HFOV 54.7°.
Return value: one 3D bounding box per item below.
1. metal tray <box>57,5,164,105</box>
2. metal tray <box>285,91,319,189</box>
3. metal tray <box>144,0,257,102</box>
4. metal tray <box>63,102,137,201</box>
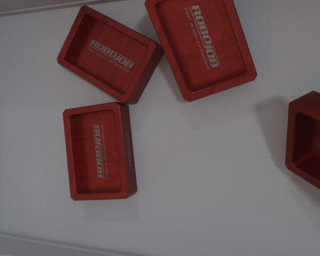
[{"bbox_3d":[-0.071,-0.101,0.431,0.130,0.030,0.090,32,100,16],"label":"metal tray"},{"bbox_3d":[0.179,0.029,0.285,0.130,0.030,0.089,40,148,51],"label":"metal tray"},{"bbox_3d":[0.050,-0.105,0.363,0.090,0.030,0.129,-18,108,19],"label":"metal tray"},{"bbox_3d":[-0.085,0.033,0.436,0.090,0.030,0.129,-7,88,19],"label":"metal tray"}]
